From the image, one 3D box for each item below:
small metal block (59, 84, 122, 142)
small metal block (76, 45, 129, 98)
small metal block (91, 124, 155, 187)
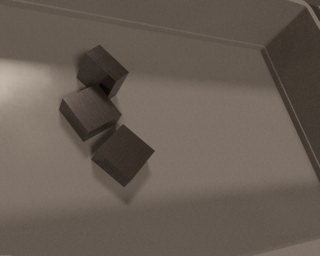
[{"bbox_3d":[-0.084,-0.019,0.373,0.050,0.025,0.050,-32,80,-38],"label":"small metal block"},{"bbox_3d":[-0.074,-0.067,0.392,0.050,0.050,0.025,43,51,1],"label":"small metal block"},{"bbox_3d":[-0.043,0.032,0.364,0.050,0.025,0.050,41,51,-1],"label":"small metal block"}]
